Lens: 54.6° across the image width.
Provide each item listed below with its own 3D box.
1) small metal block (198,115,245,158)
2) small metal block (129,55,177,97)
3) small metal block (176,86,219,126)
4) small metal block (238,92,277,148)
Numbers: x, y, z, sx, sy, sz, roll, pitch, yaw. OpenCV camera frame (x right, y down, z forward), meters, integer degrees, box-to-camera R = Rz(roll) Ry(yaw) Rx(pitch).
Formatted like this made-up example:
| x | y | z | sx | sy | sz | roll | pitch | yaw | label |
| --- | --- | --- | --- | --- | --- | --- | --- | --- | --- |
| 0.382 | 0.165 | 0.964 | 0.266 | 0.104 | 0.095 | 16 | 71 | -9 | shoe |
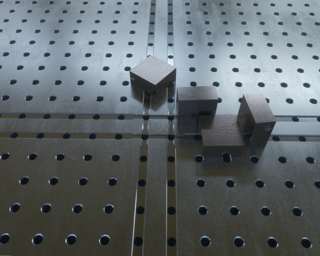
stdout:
| x | y | z | sx | sy | sz | roll | pitch | yaw | label |
| --- | --- | --- | --- | --- | --- | --- | --- | --- | --- |
| 0.077 | 0.010 | 0.400 | 0.050 | 0.025 | 0.050 | -1 | 50 | -1 | small metal block |
| -0.010 | -0.080 | 0.475 | 0.050 | 0.025 | 0.050 | 32 | 57 | 24 | small metal block |
| 0.048 | -0.029 | 0.416 | 0.050 | 0.050 | 0.025 | -2 | 50 | -2 | small metal block |
| 0.122 | -0.010 | 0.400 | 0.025 | 0.050 | 0.050 | -6 | 50 | -4 | small metal block |
